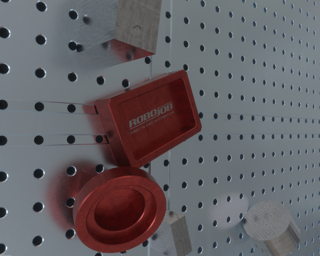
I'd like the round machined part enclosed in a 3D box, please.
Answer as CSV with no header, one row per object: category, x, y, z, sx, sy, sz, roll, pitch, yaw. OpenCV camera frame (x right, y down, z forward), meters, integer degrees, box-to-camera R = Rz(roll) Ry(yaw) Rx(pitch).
round machined part,-0.046,0.085,0.343,0.099,0.042,0.097,-9,116,-20

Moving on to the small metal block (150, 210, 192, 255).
small metal block,0.011,0.136,0.402,0.025,0.050,0.050,-20,103,-38

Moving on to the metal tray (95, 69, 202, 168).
metal tray,-0.008,-0.014,0.398,0.131,0.030,0.090,-28,108,-36

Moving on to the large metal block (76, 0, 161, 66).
large metal block,-0.045,-0.119,0.335,0.050,0.080,0.080,10,84,-40

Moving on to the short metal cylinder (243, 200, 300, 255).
short metal cylinder,0.193,0.173,0.535,0.080,0.080,0.050,-51,120,-28
